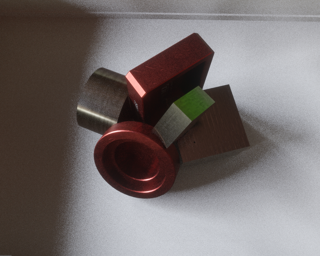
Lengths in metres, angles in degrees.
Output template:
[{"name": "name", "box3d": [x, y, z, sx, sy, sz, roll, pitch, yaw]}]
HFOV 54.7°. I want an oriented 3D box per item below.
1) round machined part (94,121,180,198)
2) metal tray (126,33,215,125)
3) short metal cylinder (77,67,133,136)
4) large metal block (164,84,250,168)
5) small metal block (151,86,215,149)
[{"name": "round machined part", "box3d": [-0.024, 0.033, 0.367, 0.098, 0.097, 0.042, 19, 36, 6]}, {"name": "metal tray", "box3d": [0.010, -0.045, 0.369, 0.090, 0.130, 0.030, -33, 75, -12]}, {"name": "short metal cylinder", "box3d": [-0.061, -0.030, 0.389, 0.050, 0.080, 0.080, 21, 71, 7]}, {"name": "large metal block", "box3d": [0.055, -0.001, 0.388, 0.081, 0.050, 0.080, -13, 75, -5]}, {"name": "small metal block", "box3d": [0.024, -0.012, 0.327, 0.025, 0.050, 0.050, 46, 44, 7]}]
